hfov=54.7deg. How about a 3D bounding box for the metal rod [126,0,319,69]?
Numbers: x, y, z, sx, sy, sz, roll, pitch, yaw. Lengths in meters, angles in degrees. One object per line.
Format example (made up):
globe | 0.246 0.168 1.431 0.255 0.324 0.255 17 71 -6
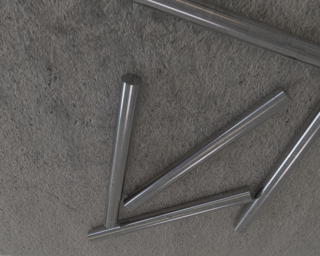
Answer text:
metal rod | 0.084 -0.103 0.319 0.302 0.025 0.025 15 129 -13

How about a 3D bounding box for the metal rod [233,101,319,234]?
metal rod | 0.179 0.070 0.468 0.025 0.025 0.298 10 130 -9

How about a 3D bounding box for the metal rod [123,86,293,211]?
metal rod | 0.051 0.043 0.443 0.025 0.025 0.299 35 122 -26

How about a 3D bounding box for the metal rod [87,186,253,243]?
metal rod | 0.009 0.153 0.537 0.301 0.025 0.025 -19 128 15

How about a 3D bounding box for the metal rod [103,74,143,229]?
metal rod | -0.060 0.055 0.453 0.025 0.025 0.298 8 130 -7
